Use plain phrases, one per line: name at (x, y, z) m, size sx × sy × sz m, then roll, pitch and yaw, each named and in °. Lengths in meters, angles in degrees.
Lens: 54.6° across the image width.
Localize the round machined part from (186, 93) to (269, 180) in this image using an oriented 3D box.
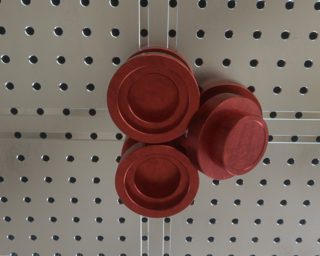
round machined part at (0.081, 0.013, 0.342) m, size 0.099 × 0.042 × 0.097 m, roll -12°, pitch 113°, yaw -30°

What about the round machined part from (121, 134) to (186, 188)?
round machined part at (-0.004, 0.042, 0.420) m, size 0.099 × 0.042 × 0.097 m, roll 0°, pitch 110°, yaw 0°

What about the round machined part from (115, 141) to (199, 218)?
round machined part at (-0.003, 0.057, 0.380) m, size 0.099 × 0.042 × 0.097 m, roll 0°, pitch 110°, yaw 0°

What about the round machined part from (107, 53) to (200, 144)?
round machined part at (-0.007, -0.035, 0.346) m, size 0.099 × 0.042 × 0.097 m, roll 0°, pitch 110°, yaw 0°

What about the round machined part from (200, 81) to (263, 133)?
round machined part at (0.084, -0.009, 0.402) m, size 0.099 × 0.042 × 0.097 m, roll 0°, pitch 110°, yaw 0°

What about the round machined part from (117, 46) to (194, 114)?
round machined part at (-0.005, -0.050, 0.387) m, size 0.099 × 0.042 × 0.097 m, roll 0°, pitch 110°, yaw 0°
